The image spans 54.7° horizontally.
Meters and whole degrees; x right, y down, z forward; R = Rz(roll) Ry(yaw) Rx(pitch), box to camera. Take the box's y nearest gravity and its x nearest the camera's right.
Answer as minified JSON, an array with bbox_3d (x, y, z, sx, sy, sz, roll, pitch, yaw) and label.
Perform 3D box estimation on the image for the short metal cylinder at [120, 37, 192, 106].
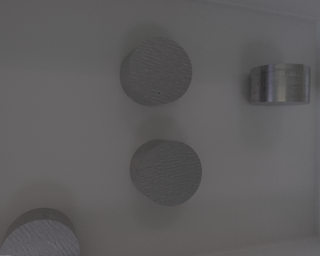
[{"bbox_3d":[-0.006,-0.069,0.395,0.081,0.050,0.080,0,90,-20],"label":"short metal cylinder"}]

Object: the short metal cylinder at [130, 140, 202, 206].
[{"bbox_3d":[0.007,0.055,0.400,0.081,0.050,0.080,0,90,-20],"label":"short metal cylinder"}]

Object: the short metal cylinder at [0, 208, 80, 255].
[{"bbox_3d":[-0.134,0.136,0.348,0.081,0.050,0.080,0,90,-20],"label":"short metal cylinder"}]

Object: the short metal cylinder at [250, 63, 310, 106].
[{"bbox_3d":[0.171,-0.059,0.444,0.081,0.080,0.050,1,90,-20],"label":"short metal cylinder"}]
